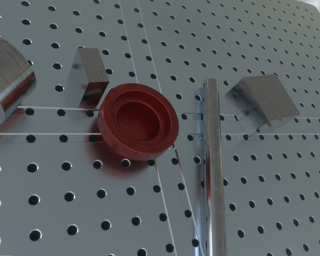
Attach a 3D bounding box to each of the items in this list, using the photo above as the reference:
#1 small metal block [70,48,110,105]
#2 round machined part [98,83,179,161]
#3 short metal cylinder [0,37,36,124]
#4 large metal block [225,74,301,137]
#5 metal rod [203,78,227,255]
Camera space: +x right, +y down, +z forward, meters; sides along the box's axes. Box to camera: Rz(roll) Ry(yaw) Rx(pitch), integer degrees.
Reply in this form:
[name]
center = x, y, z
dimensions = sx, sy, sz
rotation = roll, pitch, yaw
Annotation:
[small metal block]
center = -0.089, -0.063, 0.384
dimensions = 0.025, 0.050, 0.050
rotation = -8, 66, -32
[round machined part]
center = -0.029, -0.004, 0.385
dimensions = 0.099, 0.042, 0.098
rotation = 14, 56, -21
[short metal cylinder]
center = -0.175, -0.049, 0.309
dimensions = 0.080, 0.080, 0.050
rotation = 32, 51, -8
[large metal block]
center = 0.168, -0.039, 0.509
dimensions = 0.081, 0.050, 0.080
rotation = -11, 67, -33
[metal rod]
center = 0.072, 0.053, 0.415
dimensions = 0.025, 0.025, 0.300
rotation = 17, 55, -19
